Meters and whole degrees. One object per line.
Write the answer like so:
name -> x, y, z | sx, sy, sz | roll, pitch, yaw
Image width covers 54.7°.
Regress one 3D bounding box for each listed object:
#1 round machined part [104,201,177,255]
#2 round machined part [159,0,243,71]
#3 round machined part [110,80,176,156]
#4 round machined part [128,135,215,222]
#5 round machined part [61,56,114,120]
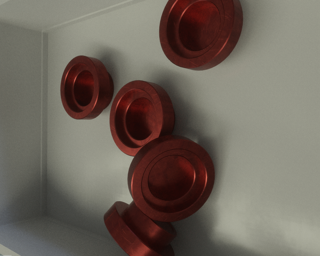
round machined part -> -0.018, 0.123, 0.381 | 0.042, 0.098, 0.098 | -49, 58, -1
round machined part -> 0.050, -0.114, 0.355 | 0.098, 0.042, 0.097 | 0, 90, 40
round machined part -> -0.019, -0.012, 0.410 | 0.098, 0.042, 0.097 | -2, 86, 41
round machined part -> 0.010, 0.055, 0.361 | 0.042, 0.099, 0.097 | -146, 65, -68
round machined part -> -0.111, -0.062, 0.487 | 0.098, 0.042, 0.097 | 0, 90, 40
